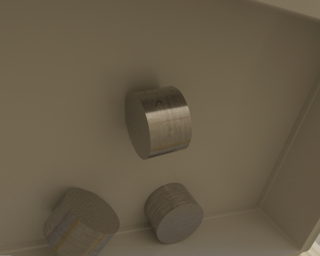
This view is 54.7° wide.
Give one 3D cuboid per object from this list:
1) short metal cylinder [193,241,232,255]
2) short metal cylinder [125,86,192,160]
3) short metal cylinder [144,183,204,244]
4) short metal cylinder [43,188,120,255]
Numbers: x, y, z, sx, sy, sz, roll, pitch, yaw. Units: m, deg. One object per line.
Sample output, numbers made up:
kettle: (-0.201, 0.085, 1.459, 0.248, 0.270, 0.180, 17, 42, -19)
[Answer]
short metal cylinder: (0.110, 0.278, 0.630, 0.081, 0.050, 0.079, -14, 124, -21)
short metal cylinder: (-0.004, -0.007, 0.368, 0.050, 0.080, 0.079, -13, 124, -22)
short metal cylinder: (0.021, 0.134, 0.489, 0.081, 0.050, 0.079, -14, 125, -21)
short metal cylinder: (-0.099, 0.123, 0.396, 0.080, 0.080, 0.050, 30, 101, -38)
